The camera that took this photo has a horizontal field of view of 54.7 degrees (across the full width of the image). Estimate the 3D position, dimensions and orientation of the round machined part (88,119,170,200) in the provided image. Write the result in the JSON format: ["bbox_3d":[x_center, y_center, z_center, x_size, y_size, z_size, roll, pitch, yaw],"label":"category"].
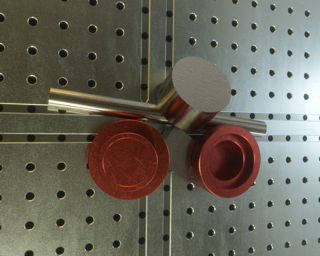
[{"bbox_3d":[-0.037,0.038,0.372,0.099,0.042,0.097,0,91,-2],"label":"round machined part"}]

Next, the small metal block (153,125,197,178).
[{"bbox_3d":[0.021,0.031,0.417,0.050,0.025,0.050,38,78,-16],"label":"small metal block"}]

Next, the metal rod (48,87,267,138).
[{"bbox_3d":[0.012,-0.017,0.413,0.302,0.025,0.025,8,88,-20],"label":"metal rod"}]

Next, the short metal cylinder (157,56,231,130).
[{"bbox_3d":[0.042,-0.044,0.395,0.081,0.050,0.080,10,61,-19],"label":"short metal cylinder"}]

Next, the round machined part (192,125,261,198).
[{"bbox_3d":[0.087,0.044,0.430,0.099,0.042,0.097,-1,93,-23],"label":"round machined part"}]
